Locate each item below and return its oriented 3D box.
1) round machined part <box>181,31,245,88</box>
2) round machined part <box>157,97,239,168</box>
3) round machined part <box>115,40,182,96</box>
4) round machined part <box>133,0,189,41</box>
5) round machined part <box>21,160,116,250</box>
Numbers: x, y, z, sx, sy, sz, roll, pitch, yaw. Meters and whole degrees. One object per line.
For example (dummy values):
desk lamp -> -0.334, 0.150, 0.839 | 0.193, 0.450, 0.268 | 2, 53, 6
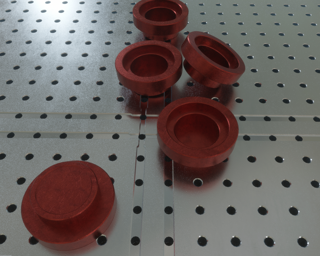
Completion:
round machined part -> 0.074, -0.098, 0.463 | 0.099, 0.042, 0.098 | 20, 40, -17
round machined part -> 0.045, 0.009, 0.390 | 0.099, 0.042, 0.098 | 0, 50, 0
round machined part -> -0.015, -0.086, 0.466 | 0.099, 0.042, 0.098 | -2, 50, 2
round machined part -> 0.001, -0.194, 0.560 | 0.099, 0.042, 0.098 | 0, 50, 0
round machined part -> -0.098, 0.075, 0.332 | 0.099, 0.042, 0.098 | 0, 50, 0
